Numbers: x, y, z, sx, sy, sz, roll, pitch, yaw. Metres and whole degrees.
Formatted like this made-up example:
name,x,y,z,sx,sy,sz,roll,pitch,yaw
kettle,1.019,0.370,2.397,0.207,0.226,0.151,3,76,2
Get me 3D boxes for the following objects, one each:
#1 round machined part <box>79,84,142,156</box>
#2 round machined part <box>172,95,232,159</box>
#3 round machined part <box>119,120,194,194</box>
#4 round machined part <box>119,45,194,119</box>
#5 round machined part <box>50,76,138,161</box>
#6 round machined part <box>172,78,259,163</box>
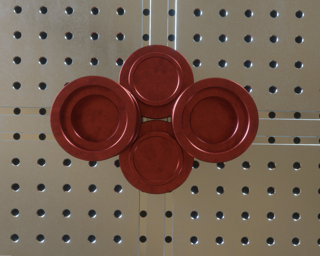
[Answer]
name,x,y,z,sx,sy,sz,roll,pitch,yaw
round machined part,-0.073,-0.011,0.404,0.099,0.042,0.097,0,90,0
round machined part,0.063,-0.010,0.405,0.099,0.042,0.097,0,90,0
round machined part,-0.005,0.038,0.404,0.099,0.042,0.097,0,90,0
round machined part,-0.005,-0.060,0.404,0.099,0.042,0.097,0,90,0
round machined part,-0.075,-0.011,0.372,0.099,0.042,0.097,0,90,0
round machined part,0.063,-0.009,0.373,0.099,0.042,0.097,0,90,0
